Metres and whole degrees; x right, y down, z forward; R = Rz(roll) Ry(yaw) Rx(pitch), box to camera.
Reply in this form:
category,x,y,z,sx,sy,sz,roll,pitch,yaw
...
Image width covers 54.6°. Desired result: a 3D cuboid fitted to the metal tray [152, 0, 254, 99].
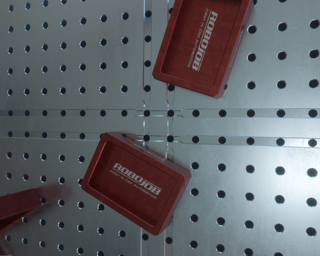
category,x,y,z,sx,sy,sz,roll,pitch,yaw
metal tray,0.053,-0.111,0.391,0.090,0.030,0.129,20,97,19

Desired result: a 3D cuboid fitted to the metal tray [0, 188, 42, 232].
category,x,y,z,sx,sy,sz,roll,pitch,yaw
metal tray,-0.258,0.141,0.470,0.130,0.090,0.030,-33,79,17

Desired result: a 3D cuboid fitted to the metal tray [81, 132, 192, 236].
category,x,y,z,sx,sy,sz,roll,pitch,yaw
metal tray,-0.035,0.072,0.422,0.130,0.030,0.090,27,99,18
